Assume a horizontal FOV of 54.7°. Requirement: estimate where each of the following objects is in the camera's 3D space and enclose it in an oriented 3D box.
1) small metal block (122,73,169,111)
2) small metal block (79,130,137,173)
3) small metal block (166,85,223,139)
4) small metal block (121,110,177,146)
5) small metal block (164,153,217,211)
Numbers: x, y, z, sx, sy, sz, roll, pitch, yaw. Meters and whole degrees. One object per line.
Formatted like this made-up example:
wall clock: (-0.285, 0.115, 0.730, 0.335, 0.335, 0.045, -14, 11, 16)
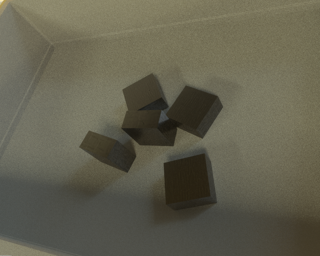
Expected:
small metal block: (-0.021, -0.043, 0.442, 0.050, 0.025, 0.050, -27, 52, 10)
small metal block: (-0.067, 0.031, 0.404, 0.050, 0.050, 0.025, 16, 70, 34)
small metal block: (0.044, -0.021, 0.395, 0.050, 0.025, 0.050, 25, 75, 36)
small metal block: (-0.012, 0.001, 0.394, 0.050, 0.050, 0.025, 0, 62, 28)
small metal block: (0.033, 0.061, 0.350, 0.050, 0.025, 0.050, -16, 55, 19)
